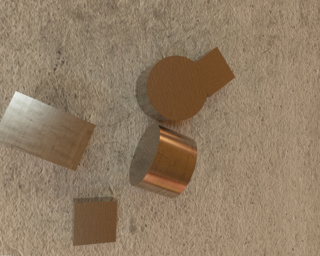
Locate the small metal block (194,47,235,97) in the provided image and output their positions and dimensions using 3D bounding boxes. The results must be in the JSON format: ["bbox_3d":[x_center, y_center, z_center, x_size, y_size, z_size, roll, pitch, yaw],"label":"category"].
[{"bbox_3d":[0.069,-0.077,0.436,0.050,0.025,0.050,-38,103,-16],"label":"small metal block"}]

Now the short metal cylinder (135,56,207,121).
[{"bbox_3d":[0.014,-0.049,0.402,0.081,0.050,0.079,0,90,-21],"label":"short metal cylinder"}]

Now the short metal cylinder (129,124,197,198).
[{"bbox_3d":[0.002,0.041,0.382,0.050,0.080,0.080,23,82,-19],"label":"short metal cylinder"}]

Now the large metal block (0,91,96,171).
[{"bbox_3d":[-0.123,0.004,0.335,0.080,0.080,0.050,25,82,-19],"label":"large metal block"}]

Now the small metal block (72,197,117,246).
[{"bbox_3d":[-0.081,0.113,0.380,0.050,0.025,0.050,2,89,-21],"label":"small metal block"}]
